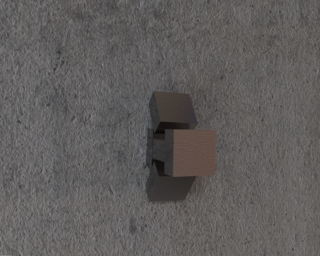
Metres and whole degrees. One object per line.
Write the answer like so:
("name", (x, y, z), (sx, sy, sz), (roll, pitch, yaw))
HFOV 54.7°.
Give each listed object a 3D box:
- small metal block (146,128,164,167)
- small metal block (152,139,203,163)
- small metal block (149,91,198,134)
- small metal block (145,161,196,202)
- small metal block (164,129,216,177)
("small metal block", (0.010, 0.026, 0.416), (0.050, 0.025, 0.050), (3, 89, -21))
("small metal block", (0.023, 0.027, 0.379), (0.050, 0.050, 0.025), (3, 89, -20))
("small metal block", (0.016, -0.020, 0.405), (0.050, 0.025, 0.050), (3, 53, -20))
("small metal block", (0.013, 0.069, 0.403), (0.050, 0.025, 0.050), (2, 130, -20))
("small metal block", (0.033, 0.027, 0.344), (0.050, 0.025, 0.050), (1, 90, -21))
